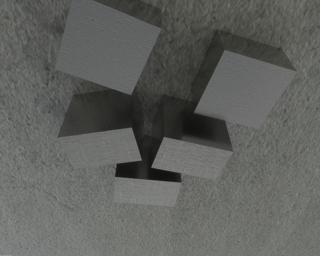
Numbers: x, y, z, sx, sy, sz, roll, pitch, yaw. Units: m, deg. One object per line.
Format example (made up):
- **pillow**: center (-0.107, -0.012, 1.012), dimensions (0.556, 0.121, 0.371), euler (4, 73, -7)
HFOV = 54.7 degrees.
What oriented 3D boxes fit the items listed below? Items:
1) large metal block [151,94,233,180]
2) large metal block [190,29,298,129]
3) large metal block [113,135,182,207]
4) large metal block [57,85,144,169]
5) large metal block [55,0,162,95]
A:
- **large metal block**: center (0.035, 0.010, 0.381), dimensions (0.081, 0.080, 0.050), euler (13, 129, -11)
- **large metal block**: center (0.088, -0.053, 0.347), dimensions (0.081, 0.050, 0.079), euler (13, 129, -12)
- **large metal block**: center (-0.017, 0.055, 0.418), dimensions (0.081, 0.080, 0.050), euler (6, 130, -6)
- **large metal block**: center (-0.064, -0.002, 0.368), dimensions (0.080, 0.080, 0.050), euler (-8, 130, 6)
- **large metal block**: center (-0.052, -0.090, 0.313), dimensions (0.081, 0.050, 0.079), euler (18, 128, -15)
